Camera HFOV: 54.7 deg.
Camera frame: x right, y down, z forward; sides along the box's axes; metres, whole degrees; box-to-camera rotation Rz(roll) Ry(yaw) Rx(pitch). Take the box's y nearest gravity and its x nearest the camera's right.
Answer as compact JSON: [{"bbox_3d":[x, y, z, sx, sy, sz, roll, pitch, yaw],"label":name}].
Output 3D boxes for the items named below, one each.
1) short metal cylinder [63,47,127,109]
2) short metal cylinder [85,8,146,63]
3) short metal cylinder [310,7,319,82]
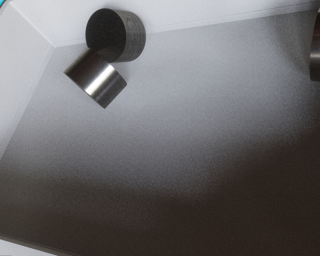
[{"bbox_3d":[-0.096,-0.074,0.464,0.050,0.080,0.080,-49,52,-6],"label":"short metal cylinder"},{"bbox_3d":[-0.070,-0.143,0.487,0.080,0.050,0.079,9,107,30],"label":"short metal cylinder"},{"bbox_3d":[0.192,-0.087,0.323,0.050,0.080,0.080,10,67,32],"label":"short metal cylinder"}]
